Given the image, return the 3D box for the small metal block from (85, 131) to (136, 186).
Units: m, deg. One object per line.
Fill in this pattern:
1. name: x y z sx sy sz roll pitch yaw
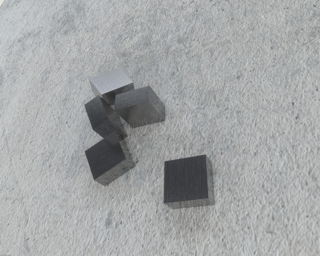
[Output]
1. small metal block: -0.067 0.041 0.414 0.050 0.025 0.050 -34 51 6

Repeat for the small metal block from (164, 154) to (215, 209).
1. small metal block: 0.033 0.061 0.349 0.050 0.025 0.050 -12 57 21

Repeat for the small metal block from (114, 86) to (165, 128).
1. small metal block: -0.026 -0.027 0.418 0.050 0.050 0.025 -13 57 21

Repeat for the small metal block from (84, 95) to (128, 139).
1. small metal block: -0.075 -0.010 0.434 0.025 0.050 0.050 -34 52 6

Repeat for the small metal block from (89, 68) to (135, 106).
1. small metal block: -0.072 -0.061 0.466 0.050 0.025 0.050 -25 46 -20
